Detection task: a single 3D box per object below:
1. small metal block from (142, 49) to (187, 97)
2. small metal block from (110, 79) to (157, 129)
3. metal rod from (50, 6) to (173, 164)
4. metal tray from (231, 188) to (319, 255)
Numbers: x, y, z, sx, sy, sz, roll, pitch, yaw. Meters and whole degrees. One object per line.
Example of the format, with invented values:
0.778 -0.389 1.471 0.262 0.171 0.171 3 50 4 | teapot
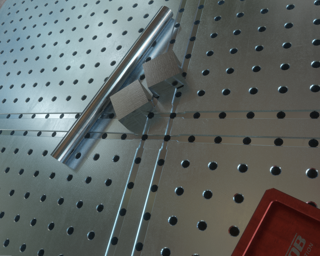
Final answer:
0.006 -0.080 0.455 0.050 0.025 0.050 -23 53 14 | small metal block
-0.040 -0.035 0.451 0.050 0.025 0.050 -31 52 8 | small metal block
-0.070 -0.075 0.491 0.025 0.025 0.300 25 75 36 | metal rod
0.109 0.129 0.268 0.090 0.030 0.130 24 74 36 | metal tray
